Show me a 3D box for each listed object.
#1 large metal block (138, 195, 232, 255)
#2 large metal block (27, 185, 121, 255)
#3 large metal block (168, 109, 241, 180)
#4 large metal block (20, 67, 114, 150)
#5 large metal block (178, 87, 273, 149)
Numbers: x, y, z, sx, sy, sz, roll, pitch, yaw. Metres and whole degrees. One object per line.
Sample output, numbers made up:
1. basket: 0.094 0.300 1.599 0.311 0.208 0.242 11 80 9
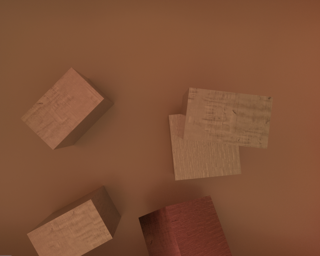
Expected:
1. large metal block: 0.031 0.132 0.368 0.050 0.081 0.080 -35 66 40
2. large metal block: -0.100 0.120 0.383 0.080 0.080 0.050 -29 90 0
3. large metal block: 0.055 0.020 0.400 0.081 0.050 0.079 -6 90 -1
4. large metal block: -0.108 -0.022 0.383 0.050 0.080 0.080 45 90 -1
5. large metal block: 0.065 -0.010 0.335 0.081 0.080 0.050 7 90 -1
